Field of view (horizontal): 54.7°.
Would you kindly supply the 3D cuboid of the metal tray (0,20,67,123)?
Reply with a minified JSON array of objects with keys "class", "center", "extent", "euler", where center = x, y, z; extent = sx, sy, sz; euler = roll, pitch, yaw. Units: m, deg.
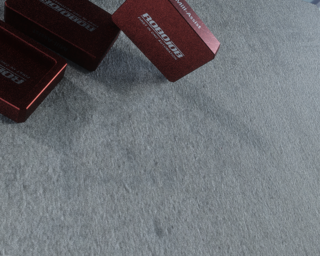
[{"class":"metal tray","center":[-0.185,-0.075,0.346],"extent":[0.130,0.030,0.090],"euler":[31,51,-8]}]

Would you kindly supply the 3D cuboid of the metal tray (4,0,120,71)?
[{"class":"metal tray","center":[-0.126,-0.145,0.422],"extent":[0.131,0.030,0.090],"euler":[29,52,-10]}]

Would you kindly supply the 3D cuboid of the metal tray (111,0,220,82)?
[{"class":"metal tray","center":[0.008,-0.133,0.427],"extent":[0.130,0.090,0.030],"euler":[44,49,-19]}]
